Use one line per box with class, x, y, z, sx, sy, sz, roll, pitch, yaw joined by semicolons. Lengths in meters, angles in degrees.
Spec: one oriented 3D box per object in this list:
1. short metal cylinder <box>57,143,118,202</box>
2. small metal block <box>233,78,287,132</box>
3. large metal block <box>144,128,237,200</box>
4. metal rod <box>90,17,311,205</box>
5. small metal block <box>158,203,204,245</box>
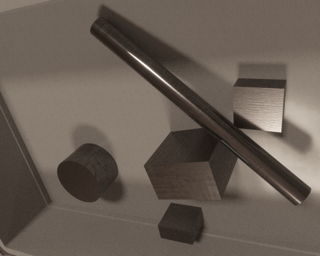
short metal cylinder;-0.115;0.071;0.495;0.080;0.050;0.079;13;124;20
small metal block;0.108;-0.025;0.336;0.050;0.025;0.050;6;121;24
large metal block;0.040;0.041;0.376;0.080;0.080;0.050;-8;115;31
metal rod;0.038;-0.025;0.348;0.300;0.025;0.025;41;129;9
small metal block;0.032;0.141;0.462;0.050;0.050;0.025;2;119;27
